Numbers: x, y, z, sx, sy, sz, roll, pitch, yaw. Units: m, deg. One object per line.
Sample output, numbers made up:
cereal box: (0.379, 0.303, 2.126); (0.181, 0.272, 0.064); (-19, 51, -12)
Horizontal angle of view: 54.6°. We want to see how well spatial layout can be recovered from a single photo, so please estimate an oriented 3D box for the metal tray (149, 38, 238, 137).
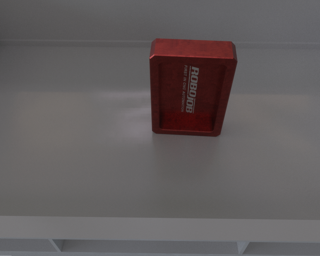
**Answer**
metal tray: (0.035, -0.043, 0.373); (0.090, 0.129, 0.030); (3, 50, 2)
